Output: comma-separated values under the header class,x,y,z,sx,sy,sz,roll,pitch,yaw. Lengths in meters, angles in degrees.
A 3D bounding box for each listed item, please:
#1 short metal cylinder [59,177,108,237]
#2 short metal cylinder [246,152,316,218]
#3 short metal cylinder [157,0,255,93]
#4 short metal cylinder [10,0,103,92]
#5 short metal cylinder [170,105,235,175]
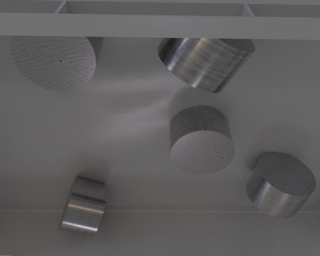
class,x,y,z,sx,sy,sz,roll,pitch,yaw
short metal cylinder,-0.117,0.120,0.474,0.050,0.080,0.079,19,128,-15
short metal cylinder,0.171,0.080,0.443,0.081,0.080,0.050,7,130,-6
short metal cylinder,0.045,-0.080,0.305,0.080,0.080,0.050,22,127,-18
short metal cylinder,-0.103,-0.085,0.319,0.081,0.050,0.079,0,130,0
short metal cylinder,0.053,0.017,0.408,0.081,0.050,0.079,0,130,0
